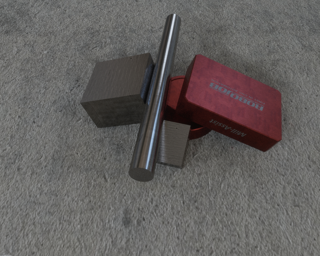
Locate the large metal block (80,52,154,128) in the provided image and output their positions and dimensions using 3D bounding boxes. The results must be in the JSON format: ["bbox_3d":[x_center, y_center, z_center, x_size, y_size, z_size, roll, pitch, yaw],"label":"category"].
[{"bbox_3d":[-0.049,-0.050,0.416,0.080,0.050,0.080,-6,48,18],"label":"large metal block"}]

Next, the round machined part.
[{"bbox_3d":[0.033,-0.034,0.422,0.099,0.042,0.098,0,50,0],"label":"round machined part"}]

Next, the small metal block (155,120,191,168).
[{"bbox_3d":[0.008,0.019,0.376,0.050,0.025,0.050,12,76,10],"label":"small metal block"}]

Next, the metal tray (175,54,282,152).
[{"bbox_3d":[0.093,-0.034,0.401,0.131,0.030,0.090,23,52,-8],"label":"metal tray"}]

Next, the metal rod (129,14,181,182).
[{"bbox_3d":[0.002,-0.064,0.404,0.025,0.025,0.300,6,48,5],"label":"metal rod"}]
